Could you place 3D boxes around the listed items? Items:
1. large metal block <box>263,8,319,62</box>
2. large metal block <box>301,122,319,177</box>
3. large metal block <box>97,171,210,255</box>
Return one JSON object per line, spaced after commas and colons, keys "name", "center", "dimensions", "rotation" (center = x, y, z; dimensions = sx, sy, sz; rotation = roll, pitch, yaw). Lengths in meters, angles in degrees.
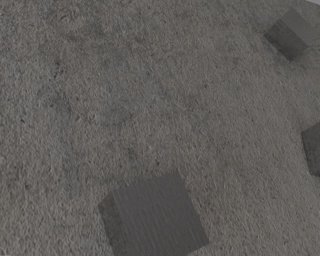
{"name": "large metal block", "center": [0.280, -0.199, 0.660], "dimensions": [0.080, 0.050, 0.080], "rotation": [46, 51, 3]}
{"name": "large metal block", "center": [0.294, 0.041, 0.520], "dimensions": [0.081, 0.050, 0.080], "rotation": [17, 55, -19]}
{"name": "large metal block", "center": [-0.008, 0.100, 0.322], "dimensions": [0.081, 0.050, 0.080], "rotation": [-11, 67, -33]}
